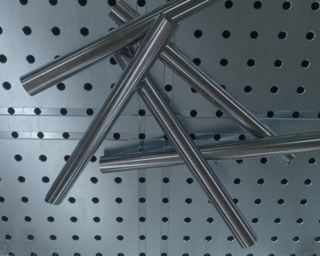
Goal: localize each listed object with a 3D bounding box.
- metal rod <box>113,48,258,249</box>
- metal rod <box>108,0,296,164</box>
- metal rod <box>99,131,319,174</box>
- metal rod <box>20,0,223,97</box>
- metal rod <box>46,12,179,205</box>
[{"bbox_3d":[0.030,0.021,0.384,0.025,0.025,0.299,-33,94,11],"label":"metal rod"},{"bbox_3d":[0.063,-0.050,0.395,0.301,0.025,0.025,38,106,-13],"label":"metal rod"},{"bbox_3d":[0.068,0.033,0.408,0.301,0.025,0.025,-7,110,9],"label":"metal rod"},{"bbox_3d":[-0.013,-0.115,0.345,0.301,0.025,0.025,-27,108,-1],"label":"metal rod"},{"bbox_3d":[-0.072,-0.005,0.385,0.025,0.025,0.298,32,116,-12],"label":"metal rod"}]
